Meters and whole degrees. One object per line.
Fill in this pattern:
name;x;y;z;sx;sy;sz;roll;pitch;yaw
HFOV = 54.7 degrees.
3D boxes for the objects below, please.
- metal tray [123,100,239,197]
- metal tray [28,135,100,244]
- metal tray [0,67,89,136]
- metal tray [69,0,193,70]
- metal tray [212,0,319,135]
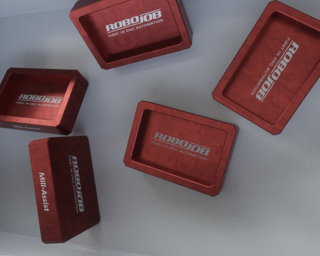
metal tray;0.025;0.023;0.398;0.130;0.030;0.089;16;95;19
metal tray;-0.126;0.077;0.420;0.030;0.090;0.129;-10;87;20
metal tray;-0.179;-0.041;0.452;0.130;0.030;0.090;6;68;19
metal tray;-0.034;-0.130;0.389;0.130;0.090;0.030;-10;45;19
metal tray;0.133;-0.068;0.360;0.090;0.030;0.129;34;101;16
